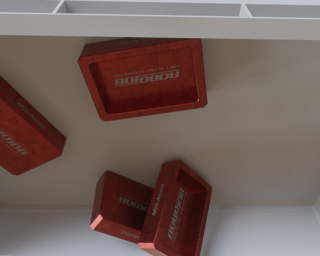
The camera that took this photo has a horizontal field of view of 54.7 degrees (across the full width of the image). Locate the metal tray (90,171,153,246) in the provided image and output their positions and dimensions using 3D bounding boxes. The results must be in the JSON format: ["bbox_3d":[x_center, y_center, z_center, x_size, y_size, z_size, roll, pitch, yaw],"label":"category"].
[{"bbox_3d":[-0.035,0.127,0.472,0.131,0.090,0.030,26,121,-21],"label":"metal tray"}]

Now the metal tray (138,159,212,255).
[{"bbox_3d":[0.027,0.122,0.443,0.030,0.130,0.090,-19,131,41],"label":"metal tray"}]

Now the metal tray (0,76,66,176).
[{"bbox_3d":[-0.201,0.001,0.404,0.090,0.030,0.130,-24,127,18],"label":"metal tray"}]

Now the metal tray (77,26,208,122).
[{"bbox_3d":[-0.016,-0.058,0.355,0.131,0.030,0.090,-8,130,6],"label":"metal tray"}]
